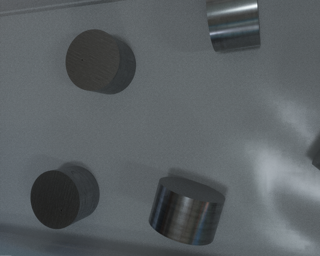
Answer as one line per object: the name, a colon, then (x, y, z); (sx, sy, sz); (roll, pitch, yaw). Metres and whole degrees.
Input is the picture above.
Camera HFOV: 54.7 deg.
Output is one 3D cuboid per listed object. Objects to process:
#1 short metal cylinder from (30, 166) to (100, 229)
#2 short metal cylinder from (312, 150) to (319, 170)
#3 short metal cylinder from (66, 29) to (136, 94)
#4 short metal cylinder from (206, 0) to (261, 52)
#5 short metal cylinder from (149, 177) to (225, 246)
short metal cylinder: (-0.135, 0.097, 0.443); (0.080, 0.050, 0.079); (0, 90, 19)
short metal cylinder: (0.203, 0.024, 0.310); (0.050, 0.080, 0.080); (42, 103, 15)
short metal cylinder: (-0.080, -0.088, 0.424); (0.080, 0.050, 0.079); (0, 90, 19)
short metal cylinder: (0.085, -0.130, 0.351); (0.050, 0.080, 0.079); (-4, 89, 20)
short metal cylinder: (0.032, 0.096, 0.370); (0.080, 0.080, 0.050); (17, 96, 19)
